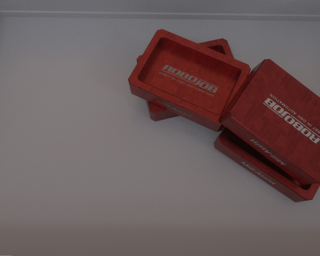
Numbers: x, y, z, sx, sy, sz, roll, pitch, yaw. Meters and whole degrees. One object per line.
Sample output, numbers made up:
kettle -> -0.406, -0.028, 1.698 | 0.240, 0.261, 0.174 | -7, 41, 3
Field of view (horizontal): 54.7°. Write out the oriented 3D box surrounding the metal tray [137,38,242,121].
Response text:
metal tray -> 0.041, -0.068, 0.431 | 0.131, 0.030, 0.090 | -13, 71, -5

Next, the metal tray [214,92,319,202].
metal tray -> 0.148, 0.021, 0.395 | 0.130, 0.030, 0.090 | 35, 73, 8

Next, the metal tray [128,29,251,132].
metal tray -> 0.037, -0.062, 0.397 | 0.130, 0.030, 0.090 | 25, 73, 8

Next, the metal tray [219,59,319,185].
metal tray -> 0.147, -0.007, 0.361 | 0.130, 0.030, 0.090 | 37, 72, -2
